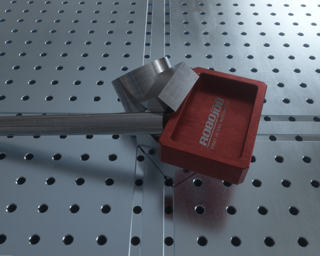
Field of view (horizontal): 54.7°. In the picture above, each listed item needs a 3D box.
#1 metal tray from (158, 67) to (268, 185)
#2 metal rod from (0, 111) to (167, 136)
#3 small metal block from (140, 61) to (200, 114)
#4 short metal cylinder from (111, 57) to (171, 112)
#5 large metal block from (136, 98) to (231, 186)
[{"bbox_3d":[0.062,-0.009,0.344,0.090,0.030,0.130,16,51,13],"label":"metal tray"},{"bbox_3d":[-0.141,-0.003,0.370,0.301,0.025,0.025,-1,49,13],"label":"metal rod"},{"bbox_3d":[0.010,-0.043,0.350,0.025,0.050,0.050,40,72,-18],"label":"small metal block"},{"bbox_3d":[-0.017,-0.054,0.409,0.081,0.080,0.050,-28,99,-22],"label":"short metal cylinder"},{"bbox_3d":[0.026,0.010,0.381,0.081,0.050,0.080,-28,56,-22],"label":"large metal block"}]
